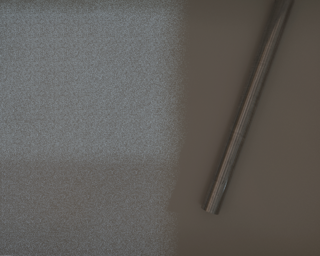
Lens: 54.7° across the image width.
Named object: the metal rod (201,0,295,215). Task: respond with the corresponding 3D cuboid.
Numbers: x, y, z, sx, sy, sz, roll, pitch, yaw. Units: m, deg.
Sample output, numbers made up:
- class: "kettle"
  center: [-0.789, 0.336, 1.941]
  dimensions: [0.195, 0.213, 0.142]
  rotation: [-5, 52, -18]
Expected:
- class: "metal rod"
  center: [0.117, -0.030, 0.412]
  dimensions: [0.025, 0.025, 0.299]
  rotation: [20, 90, -1]
